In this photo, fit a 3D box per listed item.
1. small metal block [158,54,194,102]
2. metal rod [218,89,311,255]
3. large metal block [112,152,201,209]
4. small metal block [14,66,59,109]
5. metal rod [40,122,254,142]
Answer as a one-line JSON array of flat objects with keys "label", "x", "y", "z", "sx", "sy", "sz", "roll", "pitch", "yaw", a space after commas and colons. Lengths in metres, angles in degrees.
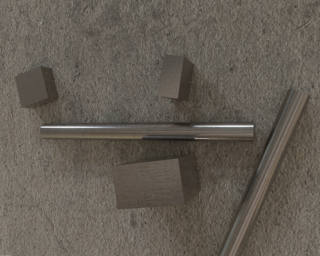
[{"label": "small metal block", "x": 0.021, "y": -0.061, "z": 0.388, "sx": 0.025, "sy": 0.050, "sz": 0.050, "roll": 9, "pitch": 93, "yaw": 19}, {"label": "metal rod", "x": 0.106, "y": 0.098, "z": 0.371, "sx": 0.025, "sy": 0.025, "sz": 0.298, "roll": 23, "pitch": 97, "yaw": 18}, {"label": "large metal block", "x": -0.001, "y": 0.063, "z": 0.379, "sx": 0.080, "sy": 0.080, "sz": 0.050, "roll": -9, "pitch": 87, "yaw": 19}, {"label": "small metal block", "x": -0.189, "y": -0.061, "z": 0.474, "sx": 0.050, "sy": 0.025, "sz": 0.050, "roll": -16, "pitch": 85, "yaw": 19}, {"label": "metal rod", "x": -0.030, "y": 0.005, "z": 0.418, "sx": 0.301, "sy": 0.025, "sz": 0.025, "roll": 0, "pitch": 90, "yaw": 19}]
